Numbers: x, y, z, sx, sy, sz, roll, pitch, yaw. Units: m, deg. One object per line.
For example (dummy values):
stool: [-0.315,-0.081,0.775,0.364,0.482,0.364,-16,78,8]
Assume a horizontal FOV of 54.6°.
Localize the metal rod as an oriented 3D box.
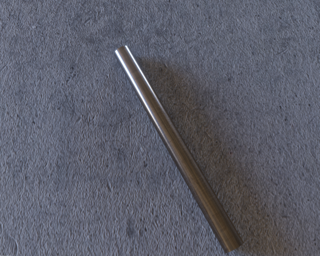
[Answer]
metal rod: [0.016,0.014,0.403,0.025,0.025,0.299,-27,72,-9]
